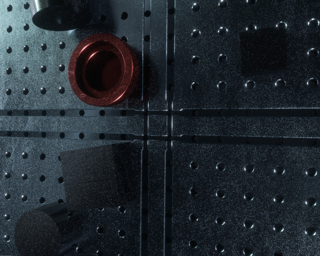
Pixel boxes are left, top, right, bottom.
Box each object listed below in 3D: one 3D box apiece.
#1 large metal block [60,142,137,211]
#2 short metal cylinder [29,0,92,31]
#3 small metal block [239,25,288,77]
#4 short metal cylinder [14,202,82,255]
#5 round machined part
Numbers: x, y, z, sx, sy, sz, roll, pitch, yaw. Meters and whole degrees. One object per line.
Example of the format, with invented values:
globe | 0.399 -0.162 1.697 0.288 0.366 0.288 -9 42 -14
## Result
large metal block | -0.085 0.066 0.429 0.080 0.050 0.080 -10 87 19
short metal cylinder | -0.140 -0.176 0.433 0.080 0.080 0.050 -13 86 19
small metal block | 0.123 -0.090 0.369 0.050 0.025 0.050 -3 89 20
short metal cylinder | -0.164 0.154 0.457 0.080 0.050 0.079 0 90 20
round machined part | -0.074 -0.078 0.429 0.098 0.042 0.097 0 90 20
